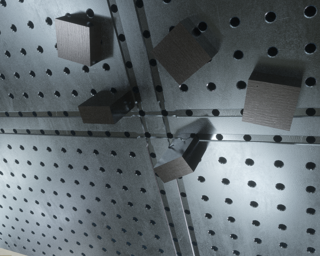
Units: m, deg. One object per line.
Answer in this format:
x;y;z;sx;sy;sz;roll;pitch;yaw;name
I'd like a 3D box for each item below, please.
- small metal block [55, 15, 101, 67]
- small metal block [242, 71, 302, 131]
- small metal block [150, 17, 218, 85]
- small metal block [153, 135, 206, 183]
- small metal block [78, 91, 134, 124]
-0.103;-0.112;0.395;0.050;0.025;0.050;19;126;17;small metal block
0.118;-0.029;0.330;0.050;0.025;0.050;13;124;20;small metal block
0.027;-0.084;0.344;0.050;0.025;0.050;48;128;-6;small metal block
0.026;0.041;0.405;0.050;0.050;0.025;-28;103;37;small metal block
-0.071;-0.028;0.413;0.050;0.050;0.025;2;119;27;small metal block
